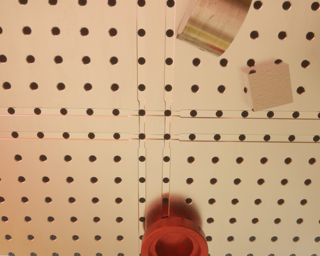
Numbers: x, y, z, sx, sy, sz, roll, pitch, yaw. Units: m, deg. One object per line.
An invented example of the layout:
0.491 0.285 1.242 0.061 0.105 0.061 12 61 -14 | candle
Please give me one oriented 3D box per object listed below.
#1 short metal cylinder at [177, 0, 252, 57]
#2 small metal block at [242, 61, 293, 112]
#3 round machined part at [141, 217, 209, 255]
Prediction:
0.058 -0.125 0.339 0.050 0.080 0.079 22 108 -8 | short metal cylinder
0.138 -0.053 0.396 0.050 0.025 0.050 -14 110 4 | small metal block
0.021 0.175 0.469 0.099 0.042 0.097 0 110 -1 | round machined part
